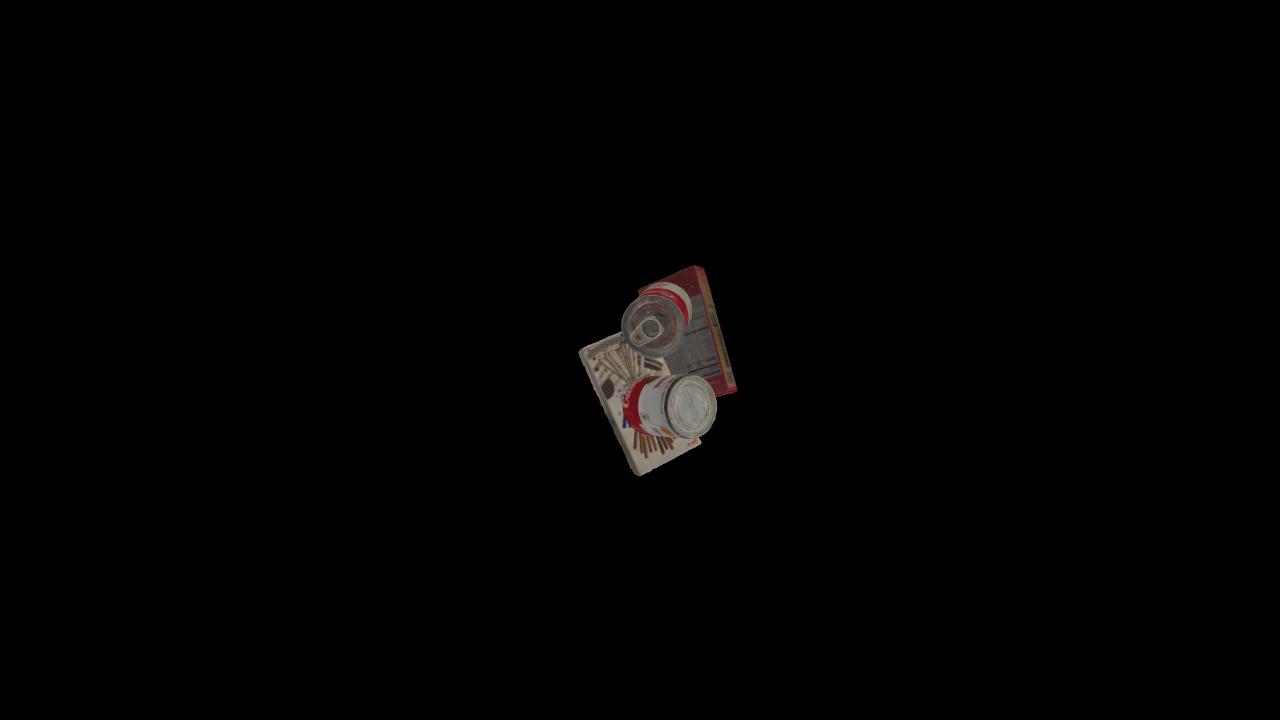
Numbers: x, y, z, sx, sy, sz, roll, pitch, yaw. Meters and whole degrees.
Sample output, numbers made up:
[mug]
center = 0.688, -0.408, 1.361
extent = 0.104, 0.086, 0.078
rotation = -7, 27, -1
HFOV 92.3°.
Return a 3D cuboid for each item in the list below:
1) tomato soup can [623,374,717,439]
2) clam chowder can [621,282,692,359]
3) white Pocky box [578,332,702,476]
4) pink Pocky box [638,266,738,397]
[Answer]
[tomato soup can]
center = 0.025, 0.050, 0.659
extent = 0.068, 0.068, 0.101
rotation = 0, -2, -35
[clam chowder can]
center = 0.022, -0.047, 0.681
extent = 0.068, 0.068, 0.102
rotation = 0, 15, 10
[white Pocky box]
center = 0.000, 0.042, 0.686
extent = 0.084, 0.154, 0.028
rotation = -25, 2, -17
[pink Pocky box]
center = 0.055, -0.025, 0.733
extent = 0.084, 0.155, 0.029
rotation = -20, -10, 33
